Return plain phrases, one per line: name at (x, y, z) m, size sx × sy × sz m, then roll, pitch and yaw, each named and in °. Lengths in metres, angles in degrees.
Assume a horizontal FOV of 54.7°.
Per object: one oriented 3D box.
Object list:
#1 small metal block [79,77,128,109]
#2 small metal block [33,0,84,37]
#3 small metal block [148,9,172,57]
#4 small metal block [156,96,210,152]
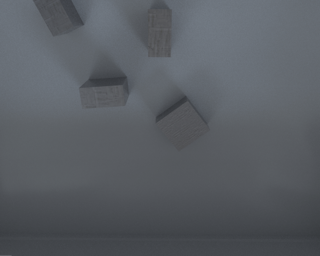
small metal block at (-0.067, -0.044, 0.381) m, size 0.050 × 0.050 × 0.025 m, roll -4°, pitch 110°, yaw 1°
small metal block at (-0.114, -0.133, 0.348) m, size 0.025 × 0.050 × 0.050 m, roll -23°, pitch 109°, yaw 8°
small metal block at (0.000, -0.110, 0.357) m, size 0.025 × 0.050 × 0.050 m, roll 0°, pitch 110°, yaw 0°
small metal block at (0.030, -0.006, 0.409) m, size 0.050 × 0.025 × 0.050 m, roll -36°, pitch 107°, yaw 12°
